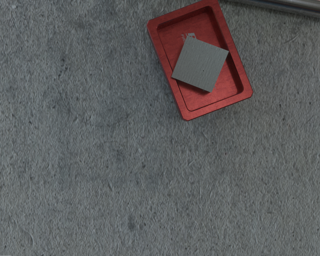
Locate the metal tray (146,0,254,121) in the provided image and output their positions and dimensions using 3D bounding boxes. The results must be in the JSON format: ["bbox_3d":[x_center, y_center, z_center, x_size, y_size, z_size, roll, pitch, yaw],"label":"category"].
[{"bbox_3d":[0.048,-0.083,0.383,0.090,0.030,0.129,-21,90,0],"label":"metal tray"}]

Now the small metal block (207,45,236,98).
[{"bbox_3d":[0.071,-0.074,0.411,0.050,0.025,0.050,-36,91,0],"label":"small metal block"}]

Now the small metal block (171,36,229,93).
[{"bbox_3d":[0.047,-0.075,0.366,0.050,0.025,0.050,23,102,6],"label":"small metal block"}]

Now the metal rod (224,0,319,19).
[{"bbox_3d":[0.083,-0.184,0.410,0.302,0.025,0.025,11,90,-1],"label":"metal rod"}]
